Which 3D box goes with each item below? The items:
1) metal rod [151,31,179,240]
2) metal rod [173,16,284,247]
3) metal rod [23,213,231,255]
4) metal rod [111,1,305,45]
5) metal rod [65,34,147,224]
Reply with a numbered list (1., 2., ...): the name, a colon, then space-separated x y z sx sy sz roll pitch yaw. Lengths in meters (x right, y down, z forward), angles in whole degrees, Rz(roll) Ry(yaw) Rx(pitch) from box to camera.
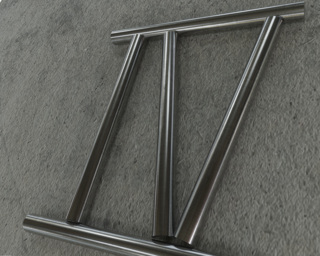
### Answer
1. metal rod: 0.010 -0.012 0.405 0.025 0.025 0.299 -11 57 22
2. metal rod: 0.088 -0.011 0.364 0.025 0.025 0.300 14 69 33
3. metal rod: -0.040 0.130 0.344 0.300 0.025 0.025 1 62 28
4. metal rod: 0.054 -0.154 0.470 0.300 0.025 0.025 1 62 28
5. metal rod: -0.070 -0.015 0.448 0.025 0.025 0.300 1 62 28
